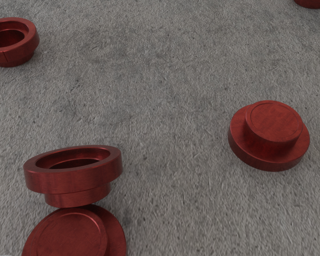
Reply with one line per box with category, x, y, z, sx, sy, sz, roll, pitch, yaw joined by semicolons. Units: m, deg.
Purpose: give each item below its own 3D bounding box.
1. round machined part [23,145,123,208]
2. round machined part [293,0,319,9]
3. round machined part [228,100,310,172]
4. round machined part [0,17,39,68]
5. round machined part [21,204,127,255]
round machined part;-0.088;0.051;0.328;0.099;0.042;0.098;-4;11;1
round machined part;0.311;-0.277;0.627;0.099;0.042;0.098;0;50;0
round machined part;0.138;0.003;0.391;0.099;0.042;0.098;0;50;0
round machined part;-0.246;-0.136;0.504;0.099;0.042;0.098;0;50;0
round machined part;-0.081;0.116;0.294;0.099;0.042;0.098;0;50;0
